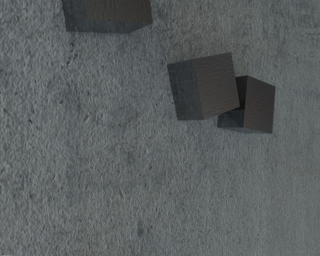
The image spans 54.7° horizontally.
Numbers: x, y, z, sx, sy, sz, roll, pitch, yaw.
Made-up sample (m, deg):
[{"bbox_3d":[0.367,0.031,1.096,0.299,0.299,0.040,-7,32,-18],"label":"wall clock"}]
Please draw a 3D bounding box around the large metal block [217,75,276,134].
[{"bbox_3d":[0.142,-0.035,0.507,0.081,0.050,0.080,10,84,-40],"label":"large metal block"}]

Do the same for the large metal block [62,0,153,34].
[{"bbox_3d":[-0.060,-0.150,0.338,0.081,0.050,0.079,-12,98,-39],"label":"large metal block"}]

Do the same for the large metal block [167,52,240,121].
[{"bbox_3d":[0.063,-0.059,0.441,0.081,0.050,0.079,-19,103,-38],"label":"large metal block"}]
